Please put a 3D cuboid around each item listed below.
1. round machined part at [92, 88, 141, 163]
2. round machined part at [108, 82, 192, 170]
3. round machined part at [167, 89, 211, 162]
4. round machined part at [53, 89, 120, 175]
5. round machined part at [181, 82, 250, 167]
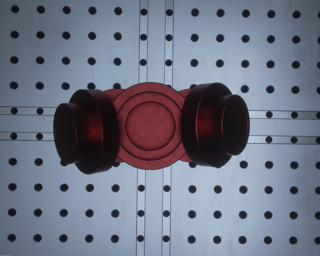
[{"bbox_3d":[-0.055,-0.003,0.404,0.099,0.042,0.097,0,90,-1],"label":"round machined part"},{"bbox_3d":[-0.011,-0.002,0.362,0.099,0.042,0.097,0,90,-1],"label":"round machined part"},{"bbox_3d":[0.043,-0.003,0.405,0.099,0.042,0.097,0,90,-1],"label":"round machined part"},{"bbox_3d":[-0.089,0.005,0.353,0.042,0.098,0.097,-6,90,-38],"label":"round machined part"},{"bbox_3d":[0.069,-0.004,0.355,0.042,0.099,0.097,0,90,40],"label":"round machined part"}]
